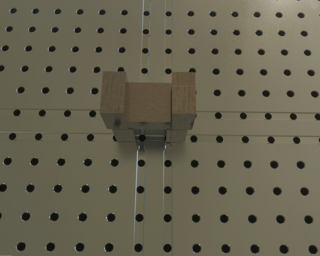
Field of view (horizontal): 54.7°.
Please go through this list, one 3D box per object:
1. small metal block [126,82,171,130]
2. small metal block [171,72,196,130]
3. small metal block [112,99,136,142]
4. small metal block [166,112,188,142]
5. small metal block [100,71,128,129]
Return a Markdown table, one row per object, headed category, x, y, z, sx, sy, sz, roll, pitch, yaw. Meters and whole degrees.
| category | x | y | z | sx | sy | sz | roll | pitch | yaw |
| --- | --- | --- | --- | --- | --- | --- | --- | --- | --- |
| small metal block | -0.013 | -0.026 | 0.369 | 0.050 | 0.025 | 0.050 | 1 | 70 | 0 |
| small metal block | 0.026 | -0.030 | 0.355 | 0.025 | 0.050 | 0.050 | 1 | 70 | 0 |
| small metal block | -0.045 | -0.013 | 0.402 | 0.025 | 0.050 | 0.050 | 1 | 70 | 0 |
| small metal block | 0.020 | -0.013 | 0.403 | 0.025 | 0.050 | 0.050 | -1 | 70 | -1 |
| small metal block | -0.050 | -0.030 | 0.355 | 0.025 | 0.050 | 0.050 | 1 | 70 | 0 |
